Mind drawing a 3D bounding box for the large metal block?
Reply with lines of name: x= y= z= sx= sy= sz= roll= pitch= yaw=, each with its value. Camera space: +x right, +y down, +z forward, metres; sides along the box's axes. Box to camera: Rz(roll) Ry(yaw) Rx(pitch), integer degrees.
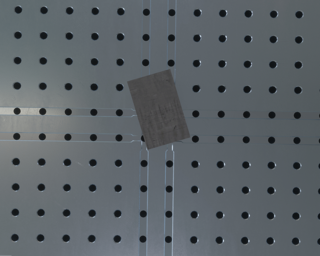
large metal block: x=-0.001 y=-0.021 z=0.386 sx=0.050 sy=0.080 sz=0.080 roll=-16 pitch=90 yaw=0
